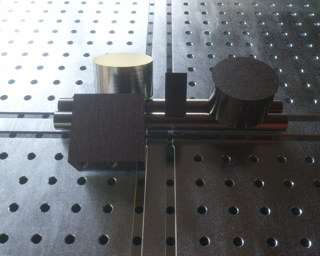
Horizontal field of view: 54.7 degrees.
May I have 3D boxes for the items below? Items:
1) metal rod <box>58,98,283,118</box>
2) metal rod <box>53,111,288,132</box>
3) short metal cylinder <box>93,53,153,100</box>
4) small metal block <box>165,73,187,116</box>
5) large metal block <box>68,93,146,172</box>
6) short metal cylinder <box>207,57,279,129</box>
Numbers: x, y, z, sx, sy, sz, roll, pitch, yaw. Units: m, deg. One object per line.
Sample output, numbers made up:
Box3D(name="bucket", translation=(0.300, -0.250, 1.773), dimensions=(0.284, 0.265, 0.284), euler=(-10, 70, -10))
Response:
Box3D(name="metal rod", translation=(0.014, -0.028, 0.427), dimensions=(0.302, 0.025, 0.025), euler=(1, 50, 0))
Box3D(name="metal rod", translation=(0.014, -0.009, 0.411), dimensions=(0.302, 0.025, 0.025), euler=(1, 50, 0))
Box3D(name="short metal cylinder", translation=(-0.050, -0.070, 0.427), dimensions=(0.081, 0.050, 0.080), euler=(1, 26, 0))
Box3D(name="small metal block", translation=(0.019, -0.043, 0.386), dimensions=(0.025, 0.050, 0.050), euler=(1, 8, 0))
Box3D(name="large metal block", translation=(-0.057, 0.006, 0.363), dimensions=(0.081, 0.050, 0.080), euler=(0, 70, -1))
Box3D(name="short metal cylinder", translation=(0.103, -0.046, 0.394), dimensions=(0.081, 0.050, 0.080), euler=(0, 50, 0))
